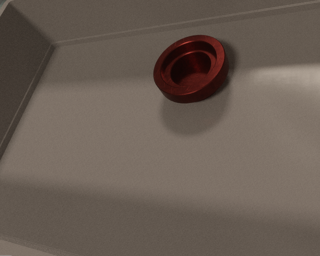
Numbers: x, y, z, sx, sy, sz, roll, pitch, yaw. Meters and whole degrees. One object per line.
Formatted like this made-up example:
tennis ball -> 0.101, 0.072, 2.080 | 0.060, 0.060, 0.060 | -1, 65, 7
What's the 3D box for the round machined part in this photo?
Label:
round machined part -> 0.044, -0.074, 0.416 | 0.098, 0.042, 0.098 | -13, 56, 20
